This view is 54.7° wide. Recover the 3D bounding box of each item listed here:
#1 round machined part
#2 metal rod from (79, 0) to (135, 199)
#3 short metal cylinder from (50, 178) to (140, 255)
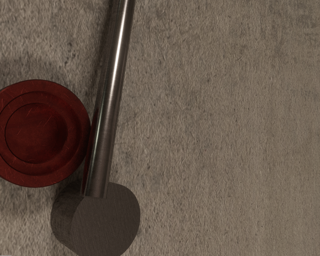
[{"bbox_3d":[-0.120,0.005,0.294,0.099,0.042,0.097,0,90,-40],"label":"round machined part"},{"bbox_3d":[-0.048,-0.077,0.333,0.025,0.025,0.299,21,67,-39],"label":"metal rod"},{"bbox_3d":[-0.068,0.096,0.333,0.081,0.050,0.079,0,90,-40],"label":"short metal cylinder"}]
